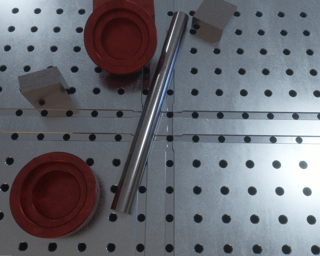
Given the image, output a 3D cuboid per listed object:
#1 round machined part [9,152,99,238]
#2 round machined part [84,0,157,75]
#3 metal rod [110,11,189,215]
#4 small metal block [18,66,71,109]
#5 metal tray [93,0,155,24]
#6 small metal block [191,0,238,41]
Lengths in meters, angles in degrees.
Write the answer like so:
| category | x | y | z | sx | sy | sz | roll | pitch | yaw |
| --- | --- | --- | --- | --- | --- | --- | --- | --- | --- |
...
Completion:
| category | x | y | z | sx | sy | sz | roll | pitch | yaw |
| --- | --- | --- | --- | --- | --- | --- | --- | --- | --- |
| round machined part | -0.122 | 0.081 | 0.372 | 0.099 | 0.042 | 0.098 | 0 | 70 | 0 |
| round machined part | -0.053 | -0.123 | 0.434 | 0.099 | 0.042 | 0.097 | 0 | 97 | 0 |
| metal rod | -0.008 | -0.034 | 0.423 | 0.025 | 0.025 | 0.299 | 15 | 71 | 5 |
| small metal block | -0.154 | -0.053 | 0.417 | 0.050 | 0.050 | 0.025 | -17 | 71 | -6 |
| metal tray | -0.057 | -0.215 | 0.487 | 0.091 | 0.030 | 0.130 | -4 | 70 | -2 |
| small metal block | 0.083 | -0.170 | 0.474 | 0.050 | 0.025 | 0.050 | 28 | 72 | 10 |
